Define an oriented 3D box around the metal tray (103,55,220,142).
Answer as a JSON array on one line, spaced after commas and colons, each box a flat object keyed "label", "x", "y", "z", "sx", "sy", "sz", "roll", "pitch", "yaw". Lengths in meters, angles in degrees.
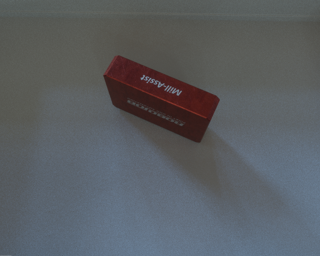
[{"label": "metal tray", "x": 0.001, "y": -0.032, "z": 0.383, "sx": 0.130, "sy": 0.090, "sz": 0.030, "roll": 24, "pitch": 72, "yaw": 7}]
